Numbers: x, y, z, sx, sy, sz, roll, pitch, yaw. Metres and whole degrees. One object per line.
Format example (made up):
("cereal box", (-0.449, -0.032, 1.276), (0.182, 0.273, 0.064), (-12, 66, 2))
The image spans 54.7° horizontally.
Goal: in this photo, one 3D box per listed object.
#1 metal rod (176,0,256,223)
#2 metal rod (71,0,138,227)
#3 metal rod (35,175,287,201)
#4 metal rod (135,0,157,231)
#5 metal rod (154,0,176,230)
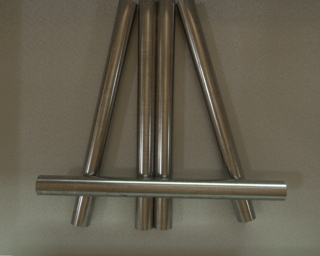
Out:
("metal rod", (0.074, -0.023, 0.411), (0.025, 0.025, 0.298), (-16, 90, 0))
("metal rod", (-0.073, -0.020, 0.410), (0.025, 0.025, 0.298), (12, 90, 0))
("metal rod", (0.002, 0.074, 0.384), (0.302, 0.025, 0.025), (1, 90, 0))
("metal rod", (-0.018, -0.017, 0.410), (0.025, 0.025, 0.298), (1, 90, 0))
("metal rod", (0.006, -0.018, 0.410), (0.025, 0.025, 0.298), (1, 90, 0))
